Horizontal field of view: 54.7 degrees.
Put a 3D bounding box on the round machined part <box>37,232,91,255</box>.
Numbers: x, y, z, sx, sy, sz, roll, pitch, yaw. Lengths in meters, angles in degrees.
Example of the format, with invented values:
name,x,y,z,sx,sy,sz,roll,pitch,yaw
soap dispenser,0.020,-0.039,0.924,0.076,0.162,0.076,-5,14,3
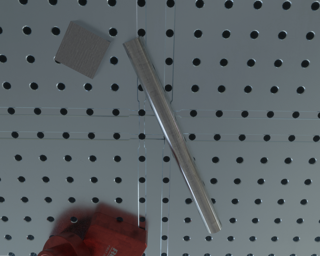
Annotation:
name,x,y,z,sx,sy,sz,roll,pitch,yaw
round machined part,-0.145,0.206,0.450,0.098,0.042,0.097,0,90,36

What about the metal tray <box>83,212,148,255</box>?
name,x,y,z,sx,sy,sz,roll,pitch,yaw
metal tray,-0.086,0.204,0.485,0.090,0.030,0.129,24,108,-9

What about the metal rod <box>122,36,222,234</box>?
name,x,y,z,sx,sy,sz,roll,pitch,yaw
metal rod,0.024,0.022,0.421,0.025,0.025,0.299,-22,109,7

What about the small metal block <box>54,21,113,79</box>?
name,x,y,z,sx,sy,sz,roll,pitch,yaw
small metal block,-0.092,-0.095,0.377,0.050,0.025,0.050,27,108,-10
